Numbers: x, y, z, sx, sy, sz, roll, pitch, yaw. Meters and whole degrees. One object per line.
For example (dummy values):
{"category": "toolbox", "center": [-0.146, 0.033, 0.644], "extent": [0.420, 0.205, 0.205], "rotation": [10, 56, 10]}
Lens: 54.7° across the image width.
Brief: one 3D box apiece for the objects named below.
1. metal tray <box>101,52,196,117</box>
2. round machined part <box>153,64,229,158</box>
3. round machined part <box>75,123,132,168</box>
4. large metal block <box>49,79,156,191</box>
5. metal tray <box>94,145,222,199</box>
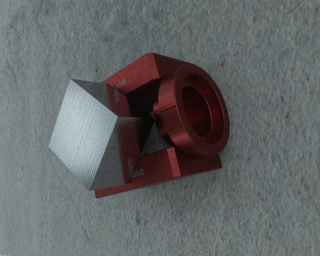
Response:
{"category": "metal tray", "center": [-0.026, -0.044, 0.385], "extent": [0.130, 0.091, 0.030], "rotation": [-23, 76, 37]}
{"category": "round machined part", "center": [0.030, -0.015, 0.332], "extent": [0.042, 0.099, 0.098], "rotation": [-20, 78, 38]}
{"category": "round machined part", "center": [-0.067, 0.023, 0.411], "extent": [0.042, 0.099, 0.098], "rotation": [-20, 78, 38]}
{"category": "large metal block", "center": [-0.062, 0.005, 0.319], "extent": [0.080, 0.050, 0.079], "rotation": [36, 112, 33]}
{"category": "metal tray", "center": [-0.006, 0.051, 0.365], "extent": [0.130, 0.091, 0.030], "rotation": [-22, 76, 37]}
